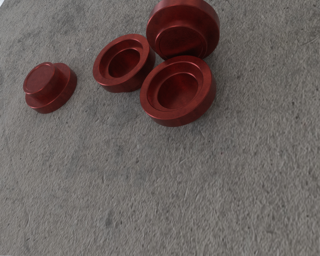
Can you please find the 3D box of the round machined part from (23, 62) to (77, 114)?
[{"bbox_3d":[-0.199,-0.077,0.545,0.098,0.042,0.098,-13,56,21],"label":"round machined part"}]

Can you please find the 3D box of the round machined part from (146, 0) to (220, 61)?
[{"bbox_3d":[0.030,-0.122,0.414,0.098,0.098,0.042,-8,53,24],"label":"round machined part"}]

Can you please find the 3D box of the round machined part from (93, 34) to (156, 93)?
[{"bbox_3d":[-0.051,-0.094,0.477,0.098,0.042,0.098,-13,56,21],"label":"round machined part"}]

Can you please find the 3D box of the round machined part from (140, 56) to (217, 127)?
[{"bbox_3d":[0.026,-0.043,0.406,0.098,0.042,0.098,-13,56,21],"label":"round machined part"}]
